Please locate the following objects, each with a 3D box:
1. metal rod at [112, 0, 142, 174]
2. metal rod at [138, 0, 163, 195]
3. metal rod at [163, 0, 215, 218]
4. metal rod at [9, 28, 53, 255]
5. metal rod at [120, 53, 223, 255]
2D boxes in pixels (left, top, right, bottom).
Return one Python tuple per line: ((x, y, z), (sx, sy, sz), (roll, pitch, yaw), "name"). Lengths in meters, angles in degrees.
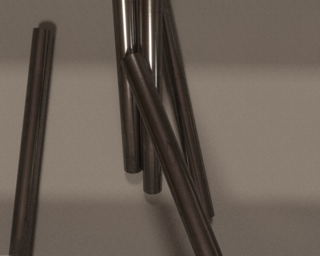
((-0.036, -0.079, 0.345), (0.025, 0.025, 0.298), (-1, 117, 0), "metal rod")
((-0.010, -0.054, 0.351), (0.025, 0.025, 0.298), (0, 115, 0), "metal rod")
((0.030, -0.028, 0.411), (0.025, 0.025, 0.298), (-12, 90, 0), "metal rod")
((-0.170, 0.020, 0.409), (0.025, 0.025, 0.298), (6, 90, -1), "metal rod")
((0.025, 0.066, 0.308), (0.025, 0.025, 0.299), (-21, 84, 0), "metal rod")
